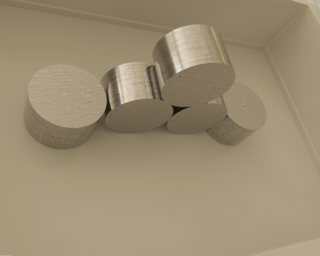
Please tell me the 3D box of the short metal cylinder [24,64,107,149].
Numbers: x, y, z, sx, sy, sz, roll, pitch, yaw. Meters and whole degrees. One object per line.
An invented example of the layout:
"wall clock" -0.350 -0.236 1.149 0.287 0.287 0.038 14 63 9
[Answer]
"short metal cylinder" -0.106 -0.023 0.345 0.081 0.050 0.080 14 56 -21

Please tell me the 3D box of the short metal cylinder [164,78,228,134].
"short metal cylinder" 0.043 -0.032 0.411 0.081 0.080 0.050 2 61 -28

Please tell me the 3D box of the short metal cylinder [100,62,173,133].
"short metal cylinder" -0.029 -0.034 0.373 0.081 0.080 0.050 2 61 -28

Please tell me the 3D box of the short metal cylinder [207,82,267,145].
"short metal cylinder" 0.109 -0.021 0.458 0.081 0.050 0.080 14 56 -21

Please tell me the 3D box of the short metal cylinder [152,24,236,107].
"short metal cylinder" 0.036 -0.065 0.339 0.081 0.080 0.050 2 61 -28
